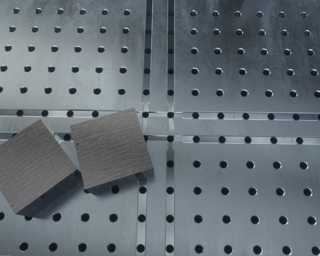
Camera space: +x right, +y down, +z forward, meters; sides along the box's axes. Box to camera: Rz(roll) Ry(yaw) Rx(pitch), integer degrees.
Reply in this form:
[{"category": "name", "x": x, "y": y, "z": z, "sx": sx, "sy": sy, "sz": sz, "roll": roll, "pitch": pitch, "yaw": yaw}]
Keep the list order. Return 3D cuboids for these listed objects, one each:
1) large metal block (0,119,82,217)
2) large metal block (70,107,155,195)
[{"category": "large metal block", "x": -0.151, "y": 0.050, "z": 0.380, "sx": 0.080, "sy": 0.050, "sz": 0.080, "roll": -37, "pitch": 74, "yaw": -12}, {"category": "large metal block", "x": -0.058, "y": 0.030, "z": 0.387, "sx": 0.080, "sy": 0.050, "sz": 0.080, "roll": -17, "pitch": 71, "yaw": -6}]
